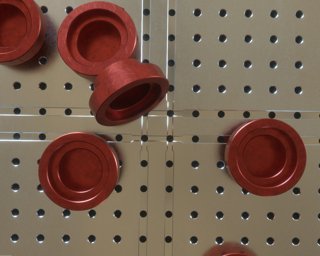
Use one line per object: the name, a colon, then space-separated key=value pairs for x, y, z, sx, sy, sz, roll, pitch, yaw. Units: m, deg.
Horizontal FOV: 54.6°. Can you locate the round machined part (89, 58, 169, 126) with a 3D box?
round machined part: x=-0.041 y=-0.047 z=0.380 sx=0.098 sy=0.098 sz=0.042 roll=-31 pitch=72 yaw=0

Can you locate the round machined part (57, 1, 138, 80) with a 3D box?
round machined part: x=-0.076 y=-0.107 z=0.399 sx=0.098 sy=0.042 sz=0.098 roll=-1 pitch=81 yaw=4

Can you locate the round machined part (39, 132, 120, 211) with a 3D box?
round machined part: x=-0.101 y=0.054 z=0.404 sx=0.099 sy=0.042 sz=0.097 roll=0 pitch=90 yaw=0

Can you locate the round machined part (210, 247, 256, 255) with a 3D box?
round machined part: x=0.100 y=0.213 z=0.406 sx=0.099 sy=0.042 sz=0.097 roll=0 pitch=90 yaw=0

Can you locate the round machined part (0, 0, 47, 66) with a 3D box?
round machined part: x=-0.197 y=-0.130 z=0.404 sx=0.099 sy=0.042 sz=0.097 roll=0 pitch=90 yaw=0

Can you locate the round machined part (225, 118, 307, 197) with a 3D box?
round machined part: x=0.134 y=0.037 z=0.406 sx=0.099 sy=0.042 sz=0.097 roll=0 pitch=90 yaw=0
